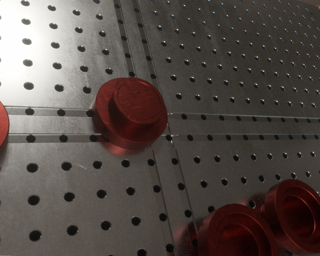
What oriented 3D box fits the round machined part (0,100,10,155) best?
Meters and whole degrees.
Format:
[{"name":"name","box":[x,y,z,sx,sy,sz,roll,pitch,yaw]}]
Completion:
[{"name":"round machined part","box":[-0.198,-0.005,0.294,0.099,0.042,0.098,14,56,-21]}]

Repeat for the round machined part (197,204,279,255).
[{"name":"round machined part","box":[0.085,0.142,0.359,0.099,0.042,0.098,14,56,-21]}]

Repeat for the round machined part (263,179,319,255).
[{"name":"round machined part","box":[0.181,0.123,0.423,0.099,0.042,0.098,14,56,-21]}]

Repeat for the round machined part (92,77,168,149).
[{"name":"round machined part","box":[-0.033,-0.026,0.396,0.099,0.042,0.098,14,56,-21]}]
